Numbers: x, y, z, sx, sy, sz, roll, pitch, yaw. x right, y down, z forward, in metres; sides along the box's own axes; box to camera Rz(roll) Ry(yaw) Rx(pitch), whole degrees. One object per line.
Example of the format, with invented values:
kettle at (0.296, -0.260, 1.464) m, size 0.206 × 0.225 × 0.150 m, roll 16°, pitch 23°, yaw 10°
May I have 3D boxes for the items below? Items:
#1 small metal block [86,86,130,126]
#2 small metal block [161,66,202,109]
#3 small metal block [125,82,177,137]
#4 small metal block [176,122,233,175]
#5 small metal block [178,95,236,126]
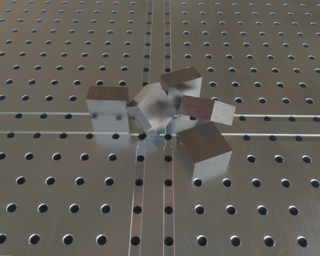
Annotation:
small metal block at (-0.067, -0.028, 0.414) m, size 0.050 × 0.050 × 0.025 m, roll 2°, pitch 50°, yaw 1°
small metal block at (0.029, -0.054, 0.437) m, size 0.050 × 0.050 × 0.025 m, roll -18°, pitch 53°, yaw -15°
small metal block at (-0.010, -0.024, 0.408) m, size 0.025 × 0.050 × 0.050 m, roll -5°, pitch 38°, yaw 45°
small metal block at (0.054, 0.024, 0.388) m, size 0.050 × 0.025 × 0.050 m, roll -17°, pitch 52°, yaw -14°
small metal block at (0.061, -0.023, 0.400) m, size 0.050 × 0.025 × 0.050 m, roll 15°, pitch 4°, yaw 42°
